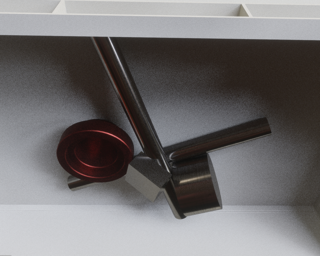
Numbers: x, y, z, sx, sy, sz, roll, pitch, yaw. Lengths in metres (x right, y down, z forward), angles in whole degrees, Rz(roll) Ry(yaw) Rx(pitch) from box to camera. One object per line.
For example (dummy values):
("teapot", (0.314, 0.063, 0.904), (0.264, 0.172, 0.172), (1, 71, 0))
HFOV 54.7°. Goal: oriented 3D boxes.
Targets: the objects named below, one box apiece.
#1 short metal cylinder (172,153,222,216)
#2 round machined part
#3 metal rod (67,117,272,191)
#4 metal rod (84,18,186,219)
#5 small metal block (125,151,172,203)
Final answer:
("short metal cylinder", (0.054, 0.080, 0.440), (0.050, 0.080, 0.080), (-15, 129, 12))
("round machined part", (-0.084, 0.026, 0.418), (0.099, 0.042, 0.097), (-1, 130, 0))
("metal rod", (0.004, 0.041, 0.443), (0.301, 0.025, 0.025), (-18, 128, 14))
("metal rod", (-0.016, 0.011, 0.393), (0.025, 0.025, 0.299), (-15, 122, 12))
("small metal block", (-0.017, 0.065, 0.409), (0.050, 0.025, 0.050), (36, 147, 12))
